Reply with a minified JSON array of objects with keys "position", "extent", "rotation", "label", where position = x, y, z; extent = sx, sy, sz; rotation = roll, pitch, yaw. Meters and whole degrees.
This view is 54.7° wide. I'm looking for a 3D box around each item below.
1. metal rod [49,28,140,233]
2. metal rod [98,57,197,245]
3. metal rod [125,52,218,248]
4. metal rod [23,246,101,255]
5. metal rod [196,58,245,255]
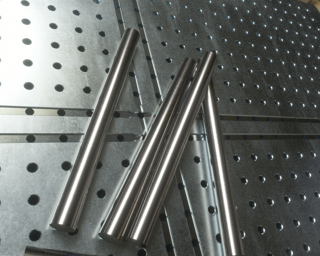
[{"position":[-0.068,-0.023,0.386],"extent":[0.025,0.025,0.300],"rotation":[23,53,-15],"label":"metal rod"},{"position":[-0.002,0.004,0.405],"extent":[0.025,0.025,0.301],"rotation":[31,51,-9],"label":"metal rod"},{"position":[0.027,0.005,0.404],"extent":[0.025,0.025,0.300],"rotation":[31,57,-9],"label":"metal rod"},{"position":[0.015,0.157,0.321],"extent":[0.302,0.025,0.025],"rotation":[17,55,-19],"label":"metal rod"},{"position":[0.079,0.022,0.439],"extent":[0.025,0.025,0.299],"rotation":[10,57,-23],"label":"metal rod"}]
